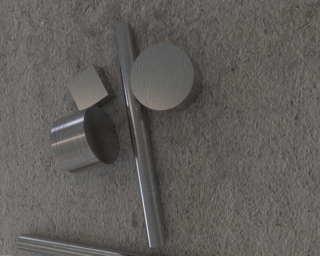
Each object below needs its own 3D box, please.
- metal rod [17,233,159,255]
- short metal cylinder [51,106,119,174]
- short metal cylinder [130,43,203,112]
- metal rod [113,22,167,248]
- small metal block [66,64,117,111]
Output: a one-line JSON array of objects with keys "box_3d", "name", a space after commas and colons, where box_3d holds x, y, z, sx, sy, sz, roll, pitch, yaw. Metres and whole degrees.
[{"box_3d": [-0.072, 0.181, 0.434, 0.301, 0.025, 0.025, 1, 91, 19], "name": "metal rod"}, {"box_3d": [-0.098, 0.016, 0.414, 0.050, 0.080, 0.080, -18, 84, 19], "name": "short metal cylinder"}, {"box_3d": [0.010, -0.061, 0.392, 0.080, 0.050, 0.080, 0, 90, 20], "name": "short metal cylinder"}, {"box_3d": [-0.028, 0.007, 0.418, 0.025, 0.025, 0.298, -11, 86, 19], "name": "metal rod"}, {"box_3d": [-0.098, -0.055, 0.444, 0.050, 0.025, 0.050, -31, 80, 17], "name": "small metal block"}]
